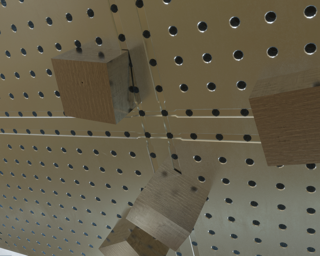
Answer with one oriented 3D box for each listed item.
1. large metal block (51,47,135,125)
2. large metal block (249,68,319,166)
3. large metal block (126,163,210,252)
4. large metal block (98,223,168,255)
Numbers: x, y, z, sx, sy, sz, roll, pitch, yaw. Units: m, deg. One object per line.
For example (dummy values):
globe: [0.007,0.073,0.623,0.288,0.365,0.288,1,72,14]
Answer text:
large metal block: [-0.084,-0.057,0.402,0.080,0.050,0.079,9,123,23]
large metal block: [0.144,-0.011,0.312,0.080,0.050,0.080,-9,114,31]
large metal block: [0.012,0.108,0.435,0.080,0.080,0.050,32,128,7]
large metal block: [-0.048,0.218,0.553,0.080,0.050,0.080,-31,102,37]
